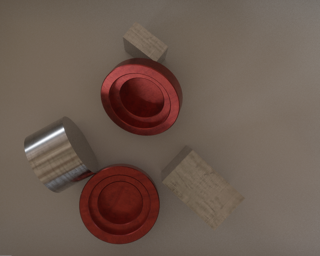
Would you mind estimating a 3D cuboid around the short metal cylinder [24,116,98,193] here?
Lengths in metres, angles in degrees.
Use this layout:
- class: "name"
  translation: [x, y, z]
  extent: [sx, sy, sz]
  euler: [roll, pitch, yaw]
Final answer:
- class: "short metal cylinder"
  translation: [-0.120, 0.032, 0.382]
  extent: [0.050, 0.080, 0.080]
  euler: [-29, 90, 0]

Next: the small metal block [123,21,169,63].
- class: "small metal block"
  translation: [-0.019, -0.102, 0.398]
  extent: [0.050, 0.050, 0.025]
  euler: [38, 84, -1]

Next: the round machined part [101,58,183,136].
- class: "round machined part"
  translation: [-0.020, -0.042, 0.387]
  extent: [0.098, 0.042, 0.097]
  euler: [7, 125, 11]

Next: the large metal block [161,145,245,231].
- class: "large metal block"
  translation: [0.048, 0.069, 0.385]
  extent: [0.080, 0.080, 0.050]
  euler: [43, 90, -1]

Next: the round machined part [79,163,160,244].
- class: "round machined part"
  translation: [-0.050, 0.094, 0.401]
  extent: [0.099, 0.042, 0.097]
  euler: [0, 92, -3]
